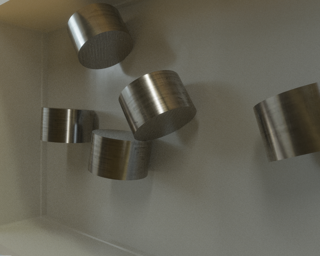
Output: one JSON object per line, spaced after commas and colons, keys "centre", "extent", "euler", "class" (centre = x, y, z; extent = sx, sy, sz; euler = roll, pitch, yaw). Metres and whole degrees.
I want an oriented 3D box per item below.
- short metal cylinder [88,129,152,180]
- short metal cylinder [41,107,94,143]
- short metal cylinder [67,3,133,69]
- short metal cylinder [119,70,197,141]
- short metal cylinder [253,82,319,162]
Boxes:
{"centre": [-0.053, 0.033, 0.415], "extent": [0.080, 0.081, 0.050], "euler": [14, 99, 39], "class": "short metal cylinder"}
{"centre": [-0.146, -0.006, 0.492], "extent": [0.080, 0.081, 0.050], "euler": [6, 94, 40], "class": "short metal cylinder"}
{"centre": [-0.085, -0.129, 0.441], "extent": [0.080, 0.081, 0.050], "euler": [-38, 67, 33], "class": "short metal cylinder"}
{"centre": [-0.003, -0.025, 0.374], "extent": [0.080, 0.081, 0.050], "euler": [-38, 67, 34], "class": "short metal cylinder"}
{"centre": [0.127, -0.004, 0.266], "extent": [0.080, 0.081, 0.050], "euler": [-21, 77, 38], "class": "short metal cylinder"}
